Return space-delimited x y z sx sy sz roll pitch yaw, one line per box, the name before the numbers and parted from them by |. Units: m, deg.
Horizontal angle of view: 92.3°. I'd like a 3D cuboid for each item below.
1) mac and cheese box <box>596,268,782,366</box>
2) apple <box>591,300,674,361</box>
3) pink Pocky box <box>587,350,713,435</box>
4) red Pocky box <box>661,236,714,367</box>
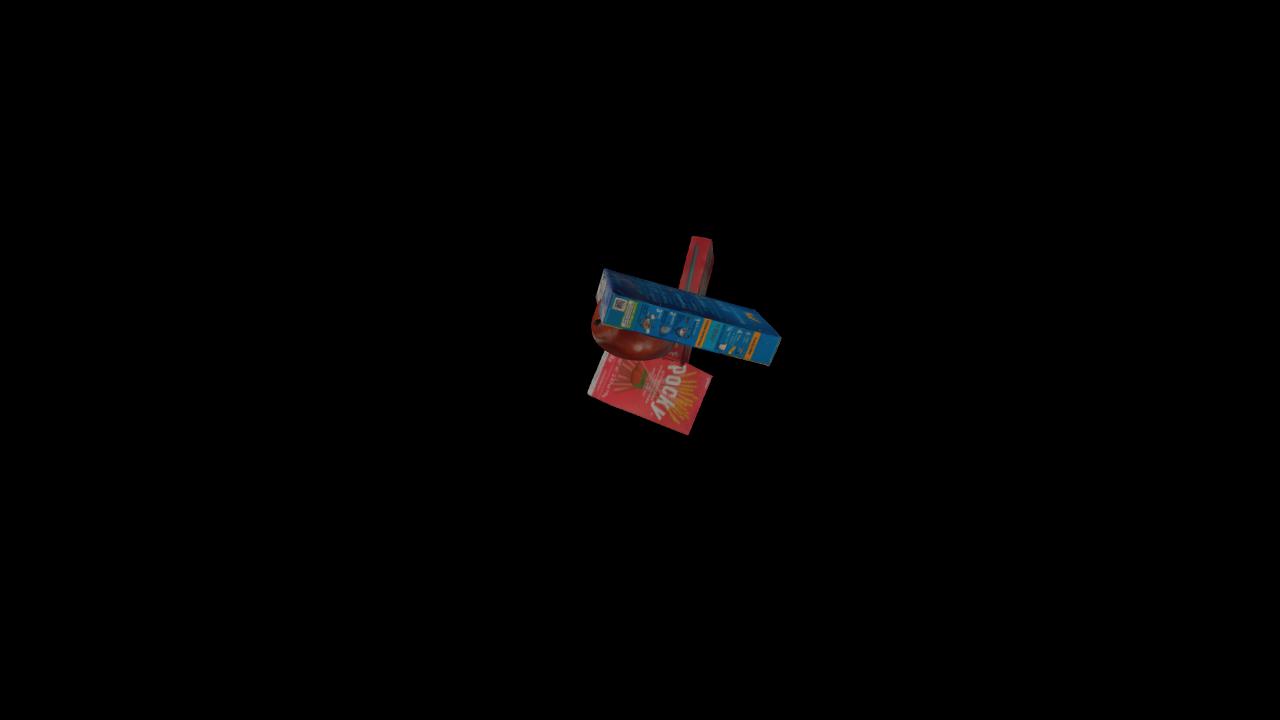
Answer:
mac and cheese box | 0.048 -0.046 0.651 0.184 0.041 0.093 14 20 -14
apple | -0.006 -0.035 0.642 0.093 0.079 0.079 9 -5 -30
pink Pocky box | 0.016 0.030 0.742 0.155 0.084 0.029 26 -4 -37
red Pocky box | 0.060 -0.067 0.757 0.028 0.155 0.083 14 -6 10
